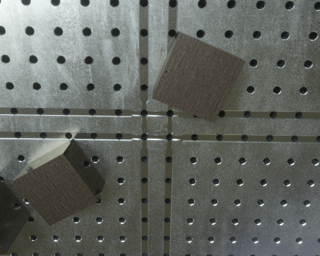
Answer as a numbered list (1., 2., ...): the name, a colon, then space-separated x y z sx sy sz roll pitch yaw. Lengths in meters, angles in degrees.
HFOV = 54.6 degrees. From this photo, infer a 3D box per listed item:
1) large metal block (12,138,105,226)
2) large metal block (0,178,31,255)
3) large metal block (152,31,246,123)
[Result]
1. large metal block: -0.135 0.074 0.426 0.080 0.050 0.080 -28 108 10
2. large metal block: -0.239 0.125 0.428 0.050 0.080 0.080 -28 108 10
3. large metal block: 0.043 -0.063 0.377 0.080 0.050 0.080 21 109 -8
